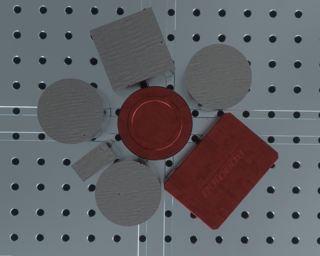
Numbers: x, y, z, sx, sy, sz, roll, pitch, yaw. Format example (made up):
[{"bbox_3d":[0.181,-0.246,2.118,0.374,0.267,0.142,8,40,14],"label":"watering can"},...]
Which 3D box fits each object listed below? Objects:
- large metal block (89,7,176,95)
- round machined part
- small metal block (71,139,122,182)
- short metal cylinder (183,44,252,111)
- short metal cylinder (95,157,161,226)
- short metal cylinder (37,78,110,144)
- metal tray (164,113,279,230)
[{"bbox_3d":[-0.033,-0.096,0.400,0.080,0.050,0.080,-21,90,0],"label":"large metal block"},{"bbox_3d":[-0.006,-0.006,0.404,0.099,0.042,0.097,0,90,0],"label":"round machined part"},{"bbox_3d":[-0.080,0.041,0.399,0.050,0.050,0.025,-37,90,0],"label":"small metal block"},{"bbox_3d":[0.071,-0.062,0.401,0.081,0.050,0.080,0,90,0],"label":"short metal cylinder"},{"bbox_3d":[-0.038,0.079,0.400,0.081,0.050,0.080,0,90,0],"label":"short metal cylinder"},{"bbox_3d":[-0.108,-0.020,0.399,0.081,0.050,0.080,0,90,0],"label":"short metal cylinder"},{"bbox_3d":[0.079,0.055,0.410,0.090,0.030,0.130,41,89,0],"label":"metal tray"}]
